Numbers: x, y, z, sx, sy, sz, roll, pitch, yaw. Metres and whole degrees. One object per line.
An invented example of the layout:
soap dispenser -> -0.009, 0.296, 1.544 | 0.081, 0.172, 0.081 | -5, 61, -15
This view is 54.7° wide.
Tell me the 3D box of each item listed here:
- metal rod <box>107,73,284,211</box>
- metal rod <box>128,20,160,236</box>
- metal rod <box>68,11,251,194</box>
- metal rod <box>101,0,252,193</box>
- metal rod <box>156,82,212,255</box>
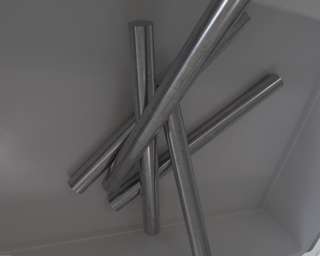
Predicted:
metal rod -> 0.053, 0.018, 0.448 | 0.301, 0.025, 0.025 | -37, 129, -4
metal rod -> -0.015, 0.024, 0.381 | 0.025, 0.025, 0.298 | -15, 125, -20
metal rod -> -0.003, -0.031, 0.387 | 0.300, 0.025, 0.025 | -45, 129, 3
metal rod -> -0.001, -0.017, 0.310 | 0.025, 0.025, 0.298 | 4, 140, -30
metal rod -> 0.037, 0.088, 0.393 | 0.025, 0.025, 0.298 | -18, 105, -18
